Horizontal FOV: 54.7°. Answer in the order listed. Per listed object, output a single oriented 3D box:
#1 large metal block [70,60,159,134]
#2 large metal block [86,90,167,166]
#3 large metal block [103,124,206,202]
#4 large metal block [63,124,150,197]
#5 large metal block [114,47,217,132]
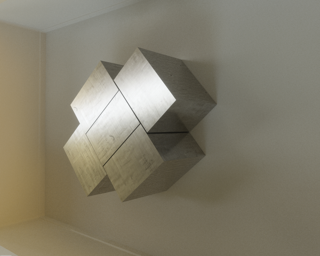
[{"bbox_3d":[-0.058,-0.037,0.415,0.080,0.081,0.050,-47,62,29],"label":"large metal block"},{"bbox_3d":[-0.032,0.001,0.395,0.080,0.081,0.050,-47,62,29],"label":"large metal block"},{"bbox_3d":[-0.006,0.040,0.374,0.080,0.081,0.050,-47,62,29],"label":"large metal block"},{"bbox_3d":[-0.072,0.041,0.427,0.050,0.081,0.080,-48,62,29],"label":"large metal block"},{"bbox_3d":[0.007,-0.042,0.363,0.050,0.081,0.080,-48,62,29],"label":"large metal block"}]
